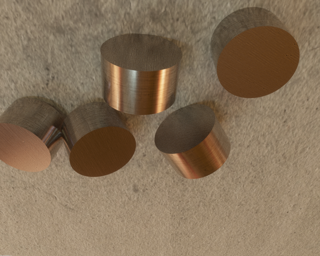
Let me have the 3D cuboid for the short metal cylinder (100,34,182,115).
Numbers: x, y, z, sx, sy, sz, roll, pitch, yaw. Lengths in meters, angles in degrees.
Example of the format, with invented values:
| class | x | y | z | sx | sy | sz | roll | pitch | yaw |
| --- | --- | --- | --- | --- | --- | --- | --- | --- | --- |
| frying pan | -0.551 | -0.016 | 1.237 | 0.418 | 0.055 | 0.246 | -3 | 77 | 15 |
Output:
| class | x | y | z | sx | sy | sz | roll | pitch | yaw |
| --- | --- | --- | --- | --- | --- | --- | --- | --- | --- |
| short metal cylinder | -0.020 | -0.058 | 0.322 | 0.081 | 0.080 | 0.050 | 4 | 130 | -4 |

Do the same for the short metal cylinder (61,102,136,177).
| class | x | y | z | sx | sy | sz | roll | pitch | yaw |
| --- | --- | --- | --- | --- | --- | --- | --- | --- | --- |
| short metal cylinder | -0.076 | 0.015 | 0.384 | 0.081 | 0.050 | 0.079 | -17 | 134 | -18 |

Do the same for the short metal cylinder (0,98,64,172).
| class | x | y | z | sx | sy | sz | roll | pitch | yaw |
| --- | --- | --- | --- | --- | --- | --- | --- | --- | --- |
| short metal cylinder | -0.164 | 0.009 | 0.387 | 0.080 | 0.050 | 0.079 | 6 | 131 | 8 |

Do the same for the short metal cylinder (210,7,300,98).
| class | x | y | z | sx | sy | sz | roll | pitch | yaw |
| --- | --- | --- | --- | --- | --- | --- | --- | --- | --- |
| short metal cylinder | 0.097 | -0.078 | 0.326 | 0.081 | 0.050 | 0.079 | 0 | 130 | 0 |

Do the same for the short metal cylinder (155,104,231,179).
| class | x | y | z | sx | sy | sz | roll | pitch | yaw |
| --- | --- | --- | --- | --- | --- | --- | --- | --- | --- |
| short metal cylinder | 0.041 | 0.016 | 0.386 | 0.080 | 0.080 | 0.050 | -23 | 127 | 18 |
